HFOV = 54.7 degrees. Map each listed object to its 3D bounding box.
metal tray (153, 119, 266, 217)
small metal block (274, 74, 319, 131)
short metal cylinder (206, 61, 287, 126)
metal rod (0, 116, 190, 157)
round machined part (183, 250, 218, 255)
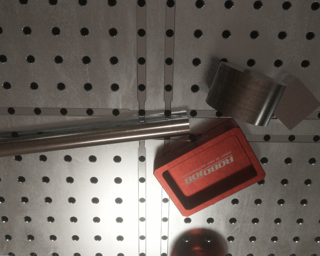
[{"bbox_3d":[0.067,0.058,0.432,0.130,0.030,0.090,-30,108,10],"label":"metal tray"},{"bbox_3d":[0.169,-0.034,0.404,0.050,0.025,0.050,43,104,-15],"label":"small metal block"},{"bbox_3d":[0.101,-0.042,0.370,0.080,0.080,0.050,17,109,-7],"label":"short metal cylinder"},{"bbox_3d":[-0.111,0.015,0.417,0.302,0.025,0.025,-7,110,2],"label":"metal rod"},{"bbox_3d":[0.063,0.235,0.492,0.099,0.042,0.097,0,110,-1],"label":"round machined part"}]
